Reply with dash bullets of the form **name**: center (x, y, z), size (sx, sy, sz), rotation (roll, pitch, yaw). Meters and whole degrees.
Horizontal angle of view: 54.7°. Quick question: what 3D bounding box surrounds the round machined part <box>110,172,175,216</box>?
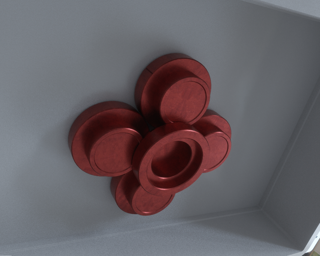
- **round machined part**: center (-0.016, 0.084, 0.438), size (0.099, 0.042, 0.097), rotation (-14, 123, -22)

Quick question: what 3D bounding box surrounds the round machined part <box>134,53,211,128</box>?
- **round machined part**: center (0.022, -0.039, 0.382), size (0.099, 0.042, 0.097), rotation (-14, 124, -21)

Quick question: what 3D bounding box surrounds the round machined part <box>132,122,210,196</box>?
- **round machined part**: center (0.011, 0.035, 0.395), size (0.099, 0.042, 0.097), rotation (-14, 124, -21)

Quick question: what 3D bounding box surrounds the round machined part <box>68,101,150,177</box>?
- **round machined part**: center (-0.057, 0.020, 0.376), size (0.099, 0.042, 0.097), rotation (-14, 124, -21)

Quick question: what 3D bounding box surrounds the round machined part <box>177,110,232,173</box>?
- **round machined part**: center (0.062, 0.026, 0.444), size (0.099, 0.042, 0.097), rotation (-14, 124, -21)
